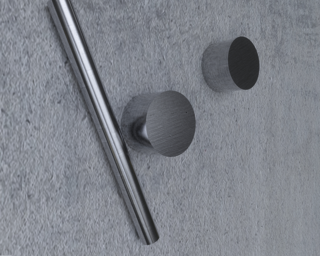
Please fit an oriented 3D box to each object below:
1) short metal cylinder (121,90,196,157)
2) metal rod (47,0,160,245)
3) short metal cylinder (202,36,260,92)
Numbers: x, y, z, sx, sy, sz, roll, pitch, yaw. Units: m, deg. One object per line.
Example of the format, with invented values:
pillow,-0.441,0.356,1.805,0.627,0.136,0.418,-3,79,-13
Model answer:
short metal cylinder,-0.001,-0.005,0.389,0.081,0.050,0.079,0,90,-40
metal rod,-0.058,0.005,0.357,0.025,0.025,0.298,-30,109,-36
short metal cylinder,0.111,-0.097,0.484,0.081,0.050,0.079,0,90,-40
